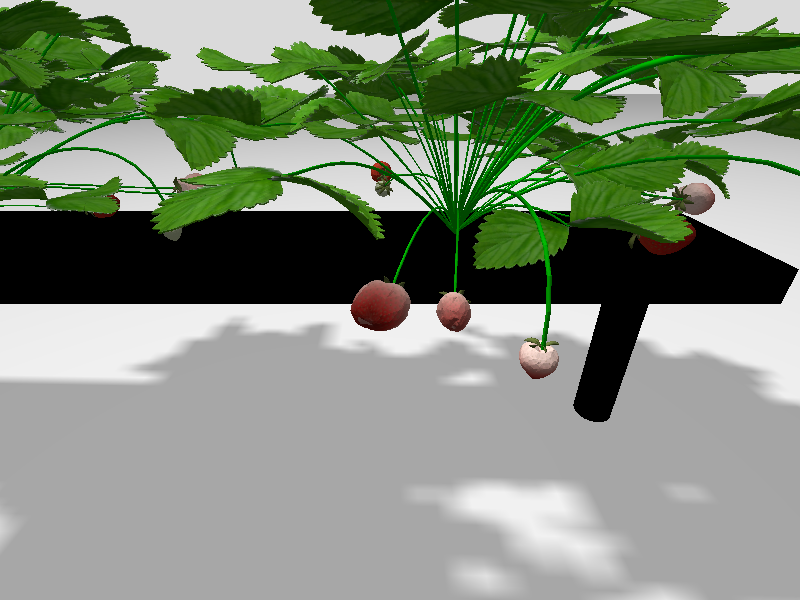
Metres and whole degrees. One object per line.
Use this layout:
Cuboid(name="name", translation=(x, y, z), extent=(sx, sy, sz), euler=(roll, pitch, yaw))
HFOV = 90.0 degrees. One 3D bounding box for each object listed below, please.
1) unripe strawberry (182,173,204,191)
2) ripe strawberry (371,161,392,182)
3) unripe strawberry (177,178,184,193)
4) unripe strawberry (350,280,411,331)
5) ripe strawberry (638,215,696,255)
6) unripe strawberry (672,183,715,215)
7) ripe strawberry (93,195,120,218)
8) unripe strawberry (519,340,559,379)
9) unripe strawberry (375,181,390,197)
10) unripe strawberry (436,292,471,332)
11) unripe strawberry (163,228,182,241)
Cuboid(name="unripe strawberry", translation=(-0.207, -0.113, 0.420), extent=(0.038, 0.038, 0.042), euler=(-10, 30, -18))
Cuboid(name="ripe strawberry", translation=(-0.026, -0.171, 0.536), extent=(0.028, 0.030, 0.030), euler=(-10, 30, -18))
Cuboid(name="unripe strawberry", translation=(-0.255, -0.135, 0.478), extent=(0.020, 0.020, 0.023), euler=(-24, 37, -37))
Cuboid(name="unripe strawberry", translation=(-0.011, 0.005, 0.215), extent=(0.032, 0.029, 0.029), euler=(10, 31, 18))
Cuboid(name="ripe strawberry", translation=(0.208, -0.053, 0.314), extent=(0.039, 0.033, 0.039), euler=(9, 30, 15))
Cuboid(name="unripe strawberry", translation=(0.301, -0.104, 0.407), extent=(0.037, 0.032, 0.037), euler=(-6, 29, -11))
Cuboid(name="ripe strawberry", translation=(-0.295, -0.096, 0.399), extent=(0.026, 0.028, 0.024), euler=(-11, 31, -21))
Cuboid(name="unripe strawberry", translation=(0.064, 0.029, 0.187), extent=(0.018, 0.019, 0.018), euler=(-2, 29, -3))
Cuboid(name="unripe strawberry", translation=(-0.021, -0.132, 0.476), extent=(0.018, 0.019, 0.020), euler=(-15, 2, -25))
Cuboid(name="unripe strawberry", translation=(0.029, 0.008, 0.218), extent=(0.019, 0.022, 0.021), euler=(4, 43, 6))
Cuboid(name="unripe strawberry", translation=(-0.188, -0.056, 0.331), extent=(0.015, 0.015, 0.014), euler=(4, 29, 8))
